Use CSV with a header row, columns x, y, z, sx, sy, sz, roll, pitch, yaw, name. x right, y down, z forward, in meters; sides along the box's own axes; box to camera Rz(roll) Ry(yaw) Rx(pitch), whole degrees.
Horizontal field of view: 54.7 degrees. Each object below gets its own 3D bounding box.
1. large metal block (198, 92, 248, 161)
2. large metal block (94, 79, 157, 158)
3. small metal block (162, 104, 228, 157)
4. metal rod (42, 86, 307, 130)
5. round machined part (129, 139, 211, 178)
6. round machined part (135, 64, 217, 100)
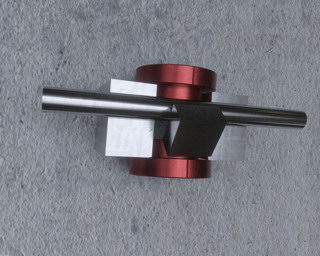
x,y,z,sx,sy,sz,roll,pitch,yaw,name
0.068,-0.001,0.406,0.050,0.080,0.080,4,89,-20,large metal block
-0.043,-0.010,0.365,0.050,0.080,0.080,5,89,-20,large metal block
0.035,0.004,0.324,0.050,0.025,0.050,2,130,-19,small metal block
0.033,-0.018,0.337,0.302,0.025,0.025,3,89,-20,metal rod
0.013,0.037,0.376,0.099,0.098,0.042,5,84,-20,round machined part
0.018,-0.047,0.378,0.099,0.098,0.042,4,90,-20,round machined part
